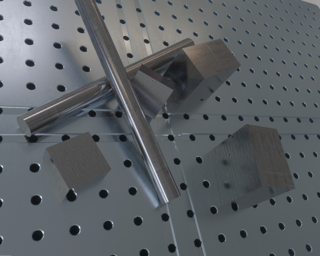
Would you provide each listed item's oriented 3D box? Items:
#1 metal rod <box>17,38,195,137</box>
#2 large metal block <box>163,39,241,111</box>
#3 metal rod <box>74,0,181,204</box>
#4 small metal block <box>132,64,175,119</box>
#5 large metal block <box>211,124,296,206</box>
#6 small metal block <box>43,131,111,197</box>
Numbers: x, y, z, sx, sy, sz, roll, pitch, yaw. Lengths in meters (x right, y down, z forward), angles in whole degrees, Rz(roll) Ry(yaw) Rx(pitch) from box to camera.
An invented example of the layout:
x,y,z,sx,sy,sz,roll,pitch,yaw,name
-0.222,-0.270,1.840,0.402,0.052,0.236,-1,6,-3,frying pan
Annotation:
x,y,z,sx,sy,sz,roll,pitch,yaw,name
-0.048,-0.070,0.424,0.025,0.025,0.302,50,51,6,metal rod
0.055,-0.077,0.449,0.081,0.080,0.050,-24,75,-37,large metal block
-0.047,-0.051,0.383,0.025,0.025,0.299,-19,81,-35,metal rod
-0.016,-0.048,0.409,0.050,0.050,0.025,29,28,-10,small metal block
0.116,0.052,0.404,0.050,0.080,0.080,8,58,-24,large metal block
-0.090,0.038,0.336,0.050,0.025,0.050,-25,75,-37,small metal block
